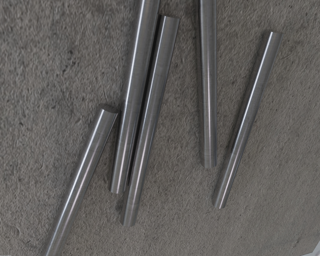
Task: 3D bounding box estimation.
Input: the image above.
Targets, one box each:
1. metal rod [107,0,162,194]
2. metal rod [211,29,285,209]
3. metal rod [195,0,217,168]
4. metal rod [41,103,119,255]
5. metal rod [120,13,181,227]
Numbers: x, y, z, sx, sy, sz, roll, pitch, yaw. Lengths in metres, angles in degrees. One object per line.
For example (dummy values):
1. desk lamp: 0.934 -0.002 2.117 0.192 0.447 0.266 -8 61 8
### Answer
1. metal rod: -0.030 -0.049 0.359 0.025 0.025 0.298 -2 119 -28
2. metal rod: 0.128 0.003 0.477 0.025 0.025 0.298 -4 120 -27
3. metal rod: 0.061 -0.068 0.397 0.025 0.025 0.298 -19 126 -17
4. metal rod: -0.119 0.105 0.406 0.025 0.025 0.298 12 112 -34
5. metal rod: -0.019 0.009 0.401 0.025 0.025 0.298 -2 119 -28
